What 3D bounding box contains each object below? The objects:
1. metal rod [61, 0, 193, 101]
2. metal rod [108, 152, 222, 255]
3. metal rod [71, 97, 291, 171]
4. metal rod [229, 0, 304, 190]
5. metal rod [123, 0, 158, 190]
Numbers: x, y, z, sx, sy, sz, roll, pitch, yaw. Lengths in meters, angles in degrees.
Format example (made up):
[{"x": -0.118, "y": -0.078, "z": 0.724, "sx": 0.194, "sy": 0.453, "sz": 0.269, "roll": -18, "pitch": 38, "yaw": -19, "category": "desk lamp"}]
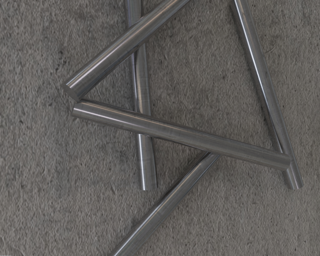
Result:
[{"x": 0.000, "y": -0.139, "z": 0.385, "sx": 0.025, "sy": 0.025, "sz": 0.301, "roll": 49, "pitch": 66, "yaw": -14, "category": "metal rod"}, {"x": -0.014, "y": 0.125, "z": 0.403, "sx": 0.301, "sy": 0.025, "sz": 0.025, "roll": -46, "pitch": 104, "yaw": -14, "category": "metal rod"}, {"x": 0.041, "y": 0.012, "z": 0.396, "sx": 0.302, "sy": 0.025, "sz": 0.025, "roll": 15, "pitch": 85, "yaw": -20, "category": "metal rod"}, {"x": 0.163, "y": -0.048, "z": 0.468, "sx": 0.025, "sy": 0.025, "sz": 0.298, "roll": -22, "pitch": 98, "yaw": -19, "category": "metal rod"}, {"x": -0.027, "y": -0.071, "z": 0.398, "sx": 0.025, "sy": 0.025, "sz": 0.298, "roll": -5, "pitch": 92, "yaw": -20, "category": "metal rod"}]
